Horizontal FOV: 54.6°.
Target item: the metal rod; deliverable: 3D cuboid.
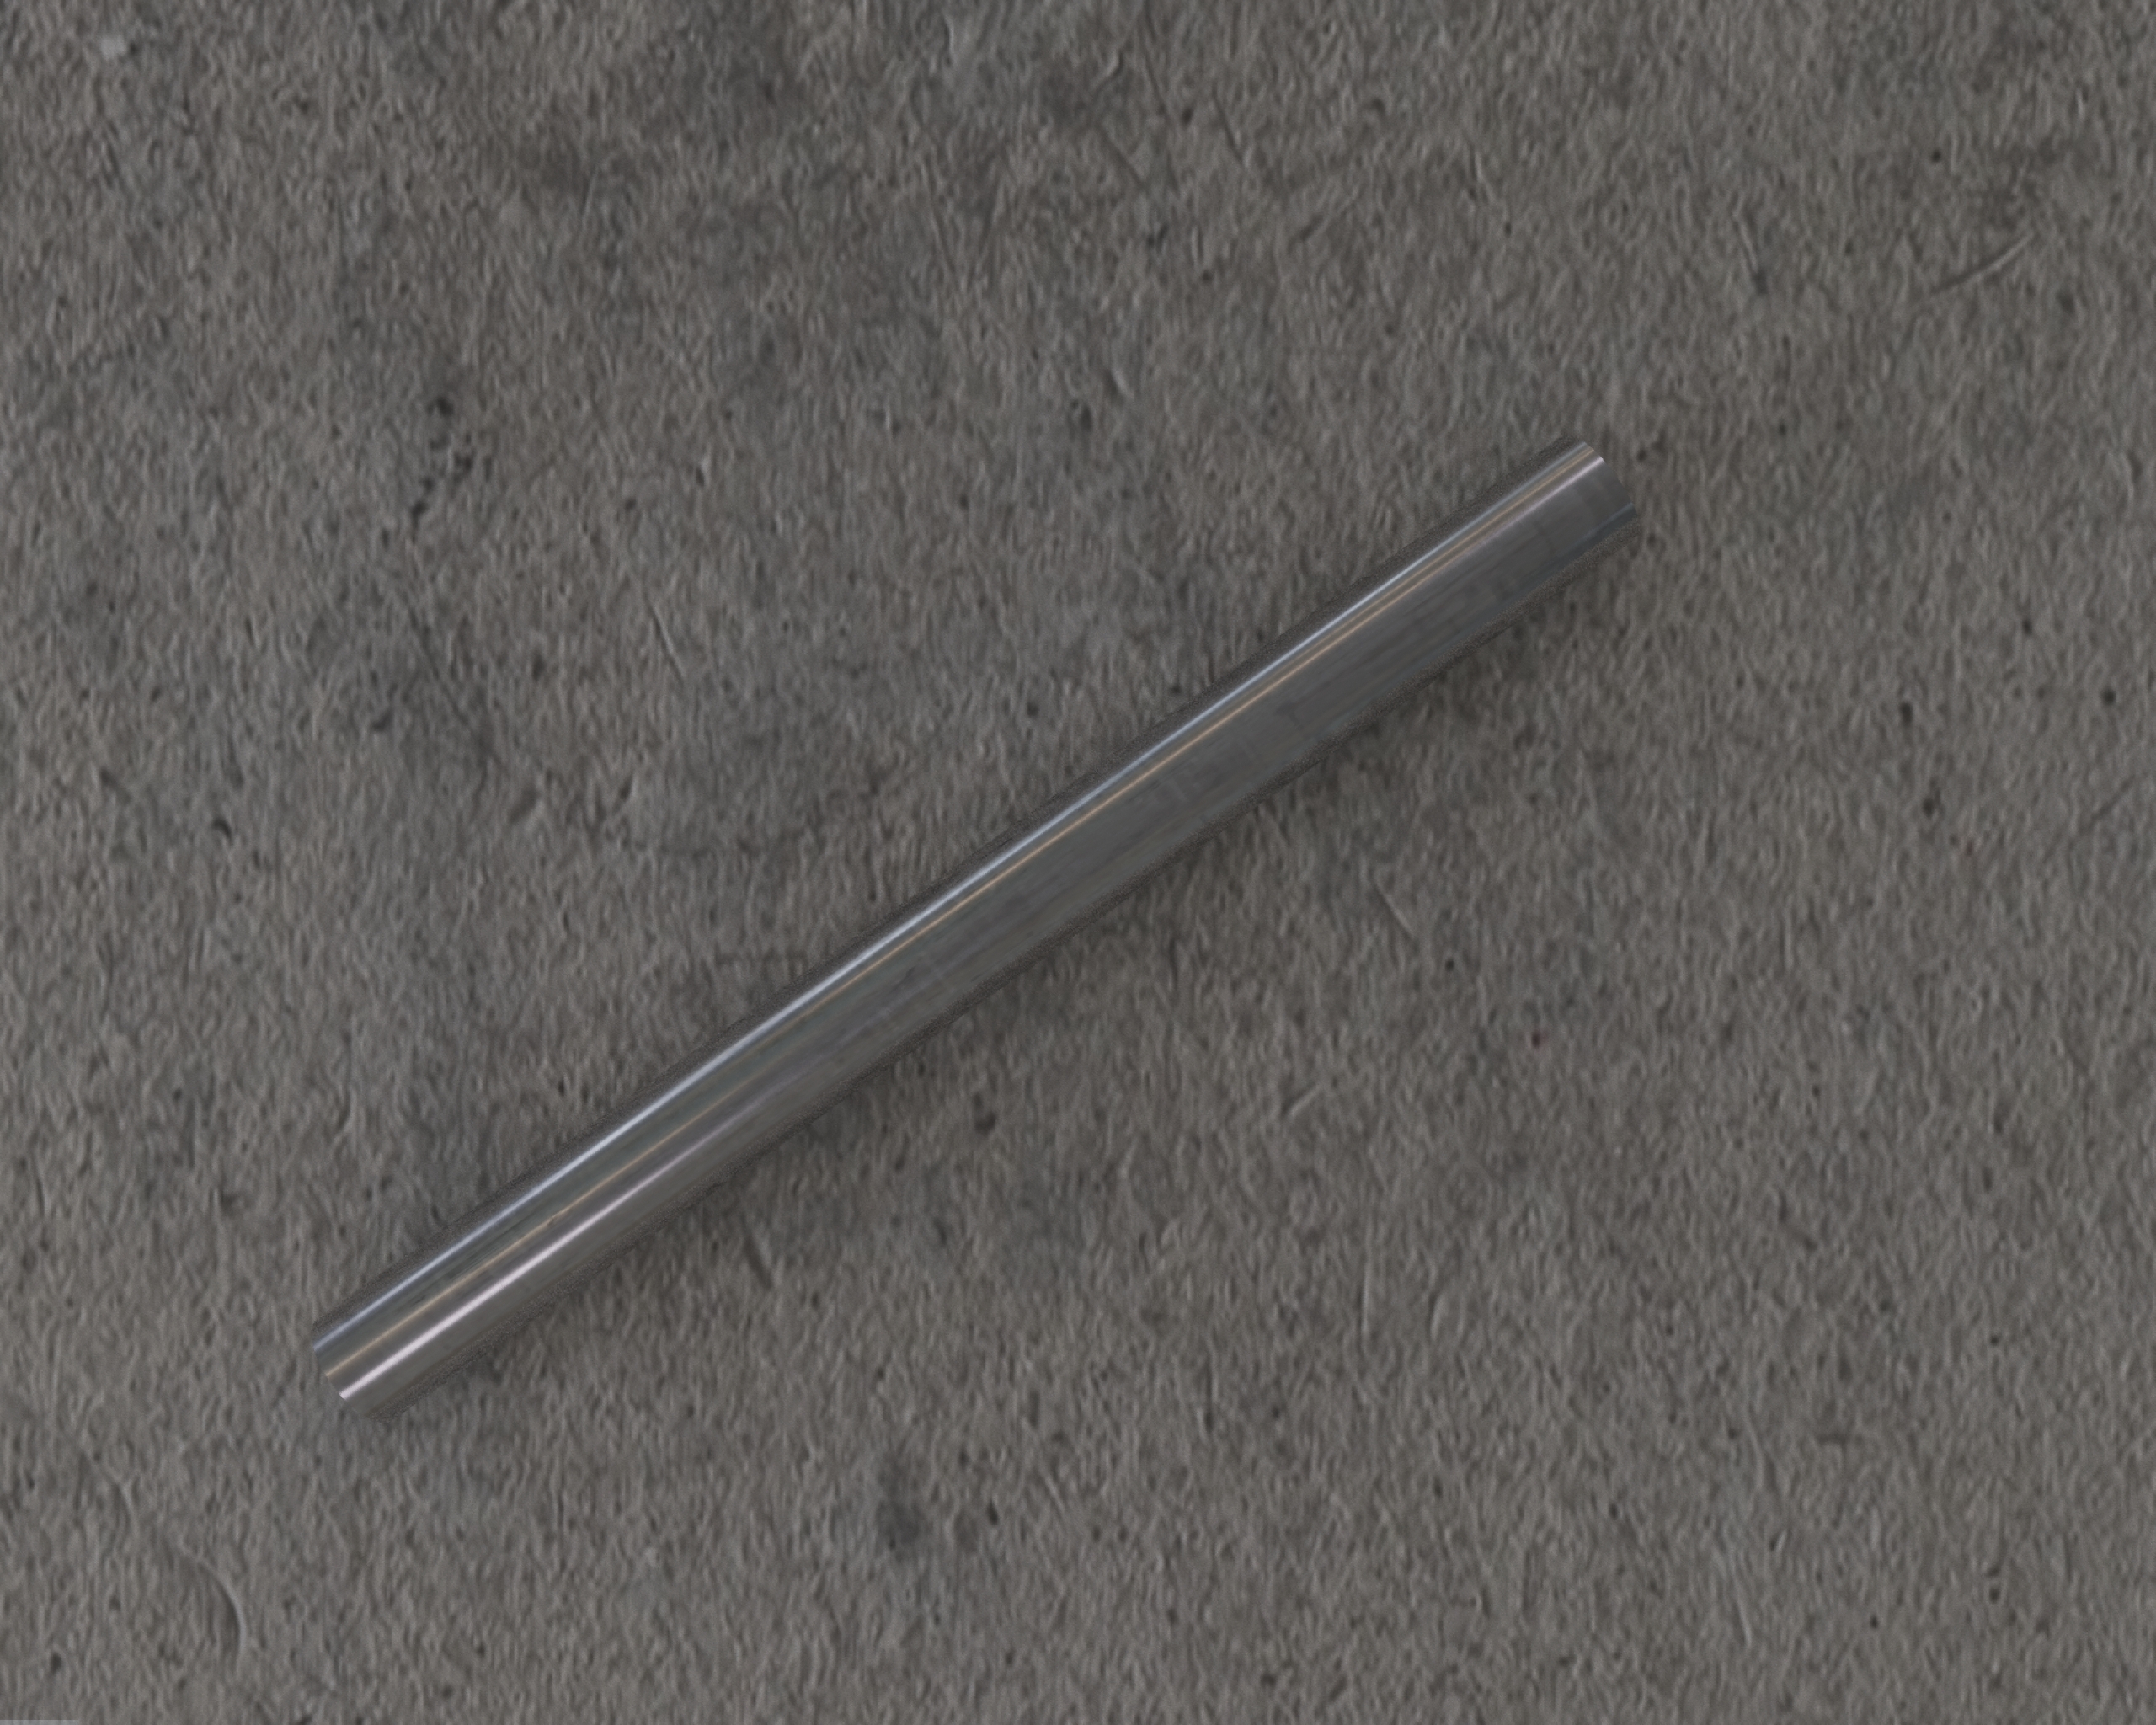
[{"bbox_3d":[-0.020,0.013,0.411,0.301,0.025,0.025,-35,90,0],"label":"metal rod"}]
